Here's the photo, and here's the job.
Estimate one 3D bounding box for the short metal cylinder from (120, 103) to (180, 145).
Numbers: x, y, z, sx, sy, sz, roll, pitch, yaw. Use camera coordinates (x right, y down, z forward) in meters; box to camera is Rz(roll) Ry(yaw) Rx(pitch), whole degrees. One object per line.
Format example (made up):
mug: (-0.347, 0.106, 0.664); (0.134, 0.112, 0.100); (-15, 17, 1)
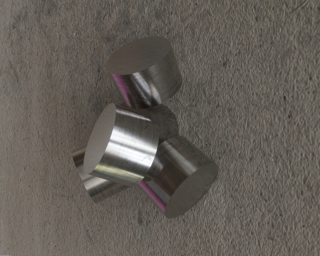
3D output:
short metal cylinder: (-0.022, 0.006, 0.408); (0.080, 0.050, 0.080); (0, 89, 39)

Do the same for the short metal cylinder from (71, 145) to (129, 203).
short metal cylinder: (-0.082, 0.058, 0.431); (0.080, 0.050, 0.080); (61, 169, 22)

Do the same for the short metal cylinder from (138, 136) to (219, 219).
short metal cylinder: (0.020, 0.056, 0.354); (0.050, 0.081, 0.080); (42, 115, 32)

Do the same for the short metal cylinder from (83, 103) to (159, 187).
short metal cylinder: (-0.044, 0.019, 0.339); (0.080, 0.050, 0.080); (-45, 33, 41)

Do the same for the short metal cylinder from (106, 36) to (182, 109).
short metal cylinder: (-0.018, -0.069, 0.378); (0.080, 0.080, 0.050); (18, 145, 38)
